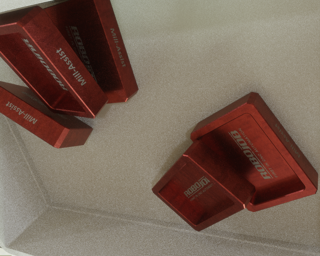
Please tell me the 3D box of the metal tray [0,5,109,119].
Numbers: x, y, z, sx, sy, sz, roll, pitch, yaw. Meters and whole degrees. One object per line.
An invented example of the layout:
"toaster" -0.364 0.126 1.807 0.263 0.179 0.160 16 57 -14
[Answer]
"metal tray" -0.128 -0.068 0.353 0.090 0.030 0.130 8 144 38

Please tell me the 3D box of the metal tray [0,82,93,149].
"metal tray" -0.171 -0.019 0.441 0.130 0.090 0.030 31 94 7

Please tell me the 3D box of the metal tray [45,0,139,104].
"metal tray" -0.089 -0.094 0.392 0.090 0.030 0.129 -3 117 29

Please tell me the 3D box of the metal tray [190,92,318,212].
"metal tray" 0.110 0.033 0.367 0.090 0.030 0.130 -33 101 38

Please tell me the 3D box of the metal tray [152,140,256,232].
"metal tray" 0.049 0.080 0.401 0.090 0.030 0.129 41 145 5
